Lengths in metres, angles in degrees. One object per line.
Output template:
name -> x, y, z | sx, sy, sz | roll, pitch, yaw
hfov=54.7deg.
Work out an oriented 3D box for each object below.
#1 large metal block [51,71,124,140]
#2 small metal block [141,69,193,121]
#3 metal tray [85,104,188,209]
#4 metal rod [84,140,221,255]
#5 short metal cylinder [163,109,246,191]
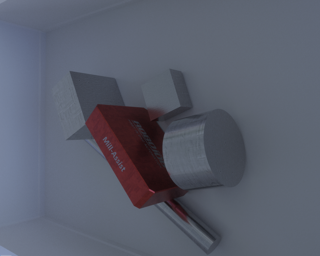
large metal block -> -0.099, -0.030, 0.448 | 0.050, 0.081, 0.080 | -33, 70, 35
small metal block -> 0.008, -0.041, 0.395 | 0.050, 0.025, 0.050 | -25, 75, 37
metal tray -> -0.022, 0.028, 0.378 | 0.030, 0.091, 0.130 | -51, 61, 27
metal rod -> -0.040, 0.062, 0.436 | 0.300, 0.025, 0.025 | 35, 112, 34
short metal cylinder -> 0.048, 0.024, 0.328 | 0.050, 0.081, 0.080 | -15, 81, 40
